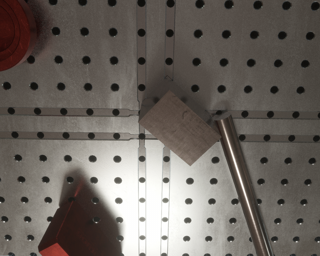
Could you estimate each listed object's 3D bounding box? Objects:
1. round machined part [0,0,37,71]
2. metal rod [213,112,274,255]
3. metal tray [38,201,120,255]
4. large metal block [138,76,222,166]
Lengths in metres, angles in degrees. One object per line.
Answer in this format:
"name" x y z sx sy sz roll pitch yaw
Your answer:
"round machined part" -0.192 -0.117 0.358 0.099 0.042 0.097 0 110 -1
"metal rod" 0.133 0.115 0.457 0.025 0.025 0.298 -19 109 6
"metal tray" -0.108 0.180 0.443 0.030 0.090 0.130 -30 108 10
"large metal block" 0.022 -0.012 0.380 0.080 0.080 0.050 41 105 -14
